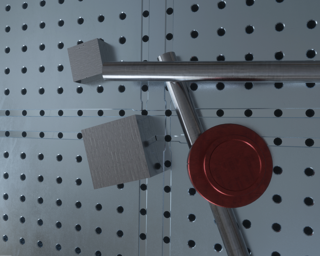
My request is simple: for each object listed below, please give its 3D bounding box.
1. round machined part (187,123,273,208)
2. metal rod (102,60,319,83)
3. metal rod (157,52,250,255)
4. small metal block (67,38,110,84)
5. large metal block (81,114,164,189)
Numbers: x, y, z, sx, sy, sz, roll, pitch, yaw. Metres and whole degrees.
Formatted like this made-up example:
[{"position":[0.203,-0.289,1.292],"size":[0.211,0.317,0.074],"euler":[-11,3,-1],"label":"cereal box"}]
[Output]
[{"position":[0.082,0.043,0.358],"size":[0.099,0.042,0.097],"euler":[0,83,0],"label":"round machined part"},{"position":[0.078,-0.067,0.366],"size":[0.301,0.025,0.025],"euler":[2,91,12],"label":"metal rod"},{"position":[0.057,0.045,0.391],"size":[0.025,0.025,0.299],"euler":[-22,83,18],"label":"metal rod"},{"position":[-0.101,-0.095,0.447],"size":[0.050,0.025,0.050],"euler":[-13,86,19],"label":"small metal block"},{"position":[-0.050,0.031,0.416],"size":[0.080,0.050,0.080],"euler":[-15,85,19],"label":"large metal block"}]
